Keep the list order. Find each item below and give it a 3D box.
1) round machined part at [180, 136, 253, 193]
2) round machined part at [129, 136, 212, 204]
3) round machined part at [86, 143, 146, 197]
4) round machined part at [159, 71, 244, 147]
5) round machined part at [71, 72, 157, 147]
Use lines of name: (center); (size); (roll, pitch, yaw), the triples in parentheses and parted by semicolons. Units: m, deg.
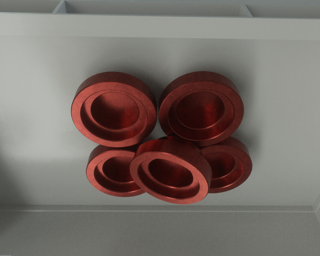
round machined part: (0.076, 0.045, 0.435); (0.099, 0.042, 0.097); (-1, 130, 0)
round machined part: (0.016, 0.048, 0.381); (0.098, 0.042, 0.097); (13, 137, 13)
round machined part: (-0.052, 0.051, 0.439); (0.099, 0.042, 0.097); (-1, 130, 0)
round machined part: (0.047, -0.026, 0.374); (0.099, 0.042, 0.097); (-1, 130, 0)
round machined part: (-0.053, -0.026, 0.373); (0.099, 0.042, 0.097); (-1, 130, 0)
